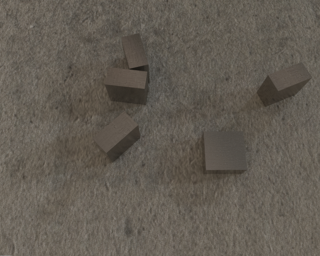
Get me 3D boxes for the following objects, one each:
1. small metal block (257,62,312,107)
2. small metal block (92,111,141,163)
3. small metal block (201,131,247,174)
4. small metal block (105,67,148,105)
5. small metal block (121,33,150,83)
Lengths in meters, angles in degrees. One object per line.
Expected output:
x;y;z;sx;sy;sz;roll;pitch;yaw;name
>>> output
0.166;-0.058;0.418;0.050;0.050;0.025;-22;72;-8;small metal block
-0.053;0.013;0.390;0.050;0.050;0.025;-42;76;-14;small metal block
0.081;0.032;0.398;0.050;0.025;0.050;0;70;-1;small metal block
-0.043;-0.055;0.414;0.050;0.050;0.025;7;70;2;small metal block
-0.033;-0.093;0.429;0.025;0.050;0.050;-14;71;-5;small metal block
